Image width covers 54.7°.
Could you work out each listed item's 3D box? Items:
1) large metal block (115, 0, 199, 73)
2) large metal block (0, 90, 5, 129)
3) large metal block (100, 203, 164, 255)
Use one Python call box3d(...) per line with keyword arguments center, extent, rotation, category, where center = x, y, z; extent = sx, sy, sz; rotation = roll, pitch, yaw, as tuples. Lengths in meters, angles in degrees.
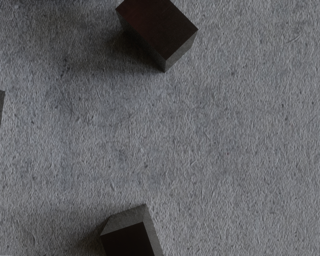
box3d(center=(-0.003, -0.121, 0.382), extent=(0.050, 0.080, 0.080), rotation=(-45, 90, 0), category="large metal block")
box3d(center=(-0.256, -0.016, 0.395), extent=(0.080, 0.050, 0.080), rotation=(8, 90, 0), category="large metal block")
box3d(center=(-0.030, 0.149, 0.382), extent=(0.050, 0.080, 0.080), rotation=(-19, 90, 0), category="large metal block")
